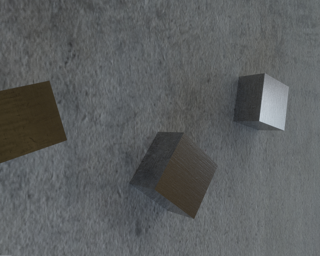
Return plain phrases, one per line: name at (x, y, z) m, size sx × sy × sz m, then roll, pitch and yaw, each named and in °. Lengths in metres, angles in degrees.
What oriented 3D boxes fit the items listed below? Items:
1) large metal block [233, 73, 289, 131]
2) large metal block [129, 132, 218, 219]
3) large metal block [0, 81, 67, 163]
large metal block at (0.178, -0.042, 0.541) m, size 0.081 × 0.050 × 0.080 m, roll 15°, pitch 81°, yaw -39°
large metal block at (0.020, 0.061, 0.408) m, size 0.080 × 0.050 × 0.080 m, roll 43°, pitch 64°, yaw -32°
large metal block at (-0.137, -0.002, 0.255) m, size 0.081 × 0.080 × 0.050 m, roll -22°, pitch 104°, yaw -38°
